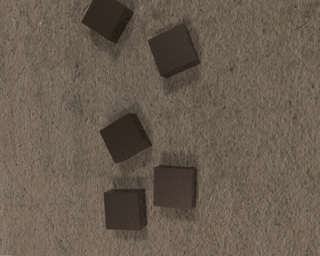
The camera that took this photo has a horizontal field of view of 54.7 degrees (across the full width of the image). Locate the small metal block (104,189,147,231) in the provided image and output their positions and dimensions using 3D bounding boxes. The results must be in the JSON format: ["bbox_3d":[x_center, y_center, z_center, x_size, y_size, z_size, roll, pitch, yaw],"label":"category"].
[{"bbox_3d":[-0.047,0.111,0.425,0.050,0.025,0.050,-5,89,19],"label":"small metal block"}]

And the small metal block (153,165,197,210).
[{"bbox_3d":[0.020,0.076,0.401,0.050,0.025,0.050,1,90,19],"label":"small metal block"}]

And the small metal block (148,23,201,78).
[{"bbox_3d":[0.019,-0.099,0.402,0.050,0.025,0.050,-22,83,18],"label":"small metal block"}]

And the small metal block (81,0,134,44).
[{"bbox_3d":[-0.074,-0.155,0.434,0.050,0.025,0.050,35,101,16],"label":"small metal block"}]

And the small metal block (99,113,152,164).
[{"bbox_3d":[-0.047,0.014,0.424,0.050,0.025,0.050,-30,81,17],"label":"small metal block"}]
